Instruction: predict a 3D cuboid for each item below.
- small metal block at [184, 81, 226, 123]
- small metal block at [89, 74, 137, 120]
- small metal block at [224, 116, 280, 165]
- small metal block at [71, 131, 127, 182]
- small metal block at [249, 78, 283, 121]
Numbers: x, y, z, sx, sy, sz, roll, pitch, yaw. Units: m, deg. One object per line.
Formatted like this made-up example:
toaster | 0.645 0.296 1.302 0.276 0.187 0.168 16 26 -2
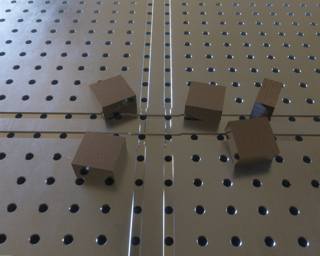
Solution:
small metal block | 0.064 -0.037 0.440 0.050 0.025 0.050 10 51 8
small metal block | -0.068 -0.045 0.445 0.050 0.025 0.050 -23 54 -19
small metal block | 0.114 0.016 0.388 0.050 0.025 0.050 -7 65 -7
small metal block | -0.073 0.034 0.378 0.050 0.025 0.050 9 51 7
small metal block | 0.141 -0.031 0.419 0.025 0.050 0.050 20 53 16
